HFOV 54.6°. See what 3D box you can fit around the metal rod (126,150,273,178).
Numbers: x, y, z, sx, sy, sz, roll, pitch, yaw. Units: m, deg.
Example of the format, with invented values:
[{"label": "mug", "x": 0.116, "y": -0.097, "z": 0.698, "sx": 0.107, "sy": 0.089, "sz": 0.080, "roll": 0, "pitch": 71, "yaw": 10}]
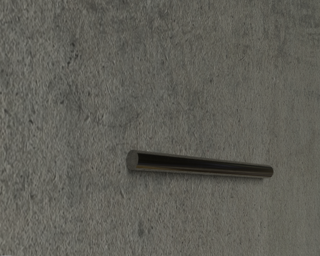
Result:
[{"label": "metal rod", "x": 0.081, "y": 0.059, "z": 0.471, "sx": 0.302, "sy": 0.025, "sz": 0.025, "roll": 10, "pitch": 84, "yaw": -39}]
